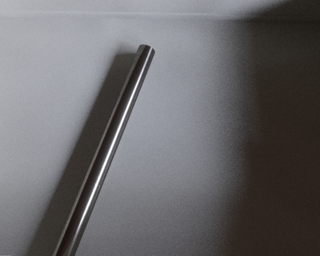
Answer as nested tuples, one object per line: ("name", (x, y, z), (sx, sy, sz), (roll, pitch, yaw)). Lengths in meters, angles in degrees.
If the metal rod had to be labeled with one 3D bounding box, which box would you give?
("metal rod", (-0.066, 0.020, 0.402), (0.025, 0.025, 0.300), (17, 71, 6))
